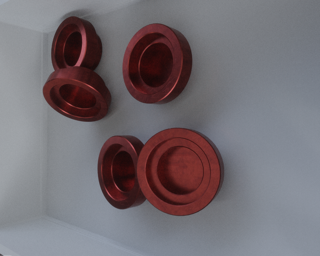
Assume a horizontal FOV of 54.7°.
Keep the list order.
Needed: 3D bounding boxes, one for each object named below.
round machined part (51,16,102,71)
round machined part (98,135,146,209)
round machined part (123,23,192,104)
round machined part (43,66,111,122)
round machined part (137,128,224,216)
[{"bbox_3d":[-0.132,-0.126,0.503,0.098,0.042,0.097,-2,86,40],"label":"round machined part"},{"bbox_3d":[-0.041,0.058,0.425,0.098,0.042,0.097,1,91,47],"label":"round machined part"},{"bbox_3d":[0.001,-0.079,0.395,0.098,0.042,0.097,0,90,40],"label":"round machined part"},{"bbox_3d":[-0.122,-0.055,0.471,0.098,0.098,0.042,-22,43,38],"label":"round machined part"},{"bbox_3d":[0.026,0.049,0.362,0.098,0.042,0.097,-1,88,21],"label":"round machined part"}]
